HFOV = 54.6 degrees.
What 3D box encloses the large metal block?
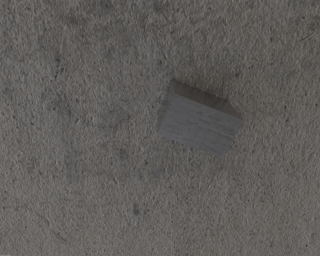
[{"bbox_3d":[0.044,-0.015,0.375,0.080,0.080,0.050,21,109,-8],"label":"large metal block"}]
